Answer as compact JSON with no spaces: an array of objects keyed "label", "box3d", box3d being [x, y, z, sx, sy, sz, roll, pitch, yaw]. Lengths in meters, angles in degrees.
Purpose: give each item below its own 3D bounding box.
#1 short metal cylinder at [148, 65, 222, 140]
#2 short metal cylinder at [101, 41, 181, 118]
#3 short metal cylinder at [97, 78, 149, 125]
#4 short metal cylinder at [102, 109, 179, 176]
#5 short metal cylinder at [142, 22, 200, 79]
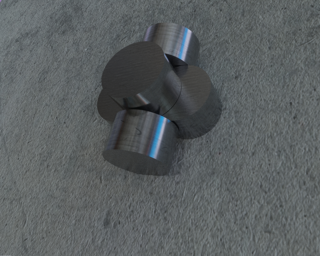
[{"label":"short metal cylinder","box3d":[0.032,-0.032,0.391,0.080,0.050,0.080,-13,56,20]},{"label":"short metal cylinder","box3d":[-0.021,-0.055,0.368,0.080,0.050,0.080,-13,56,20]},{"label":"short metal cylinder","box3d":[-0.038,-0.032,0.427,0.080,0.050,0.080,-13,56,20]},{"label":"short metal cylinder","box3d":[-0.022,0.020,0.369,0.080,0.080,0.050,0,62,28]},{"label":"short metal cylinder","box3d":[0.011,-0.096,0.423,0.080,0.080,0.050,0,62,28]}]
